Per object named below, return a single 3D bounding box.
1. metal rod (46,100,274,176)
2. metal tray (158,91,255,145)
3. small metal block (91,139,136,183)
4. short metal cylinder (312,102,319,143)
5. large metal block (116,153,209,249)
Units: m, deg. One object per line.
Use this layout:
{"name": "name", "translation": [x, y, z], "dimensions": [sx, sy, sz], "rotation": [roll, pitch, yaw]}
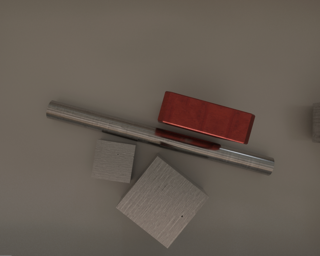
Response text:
{"name": "metal rod", "translation": [0.001, 0.013, 0.411], "dimensions": [0.302, 0.025, 0.025], "rotation": [15, 90, -1]}
{"name": "metal tray", "translation": [0.045, -0.010, 0.360], "dimensions": [0.091, 0.130, 0.030], "rotation": [15, 90, -1]}
{"name": "small metal block", "translation": [-0.060, 0.043, 0.411], "dimensions": [0.050, 0.025, 0.050], "rotation": [9, 90, -1]}
{"name": "short metal cylinder", "translation": [0.235, -0.006, 0.387], "dimensions": [0.081, 0.080, 0.050], "rotation": [1, 90, -1]}
{"name": "large metal block", "translation": [0.003, 0.090, 0.399], "dimensions": [0.080, 0.050, 0.080], "rotation": [39, 90, -1]}
